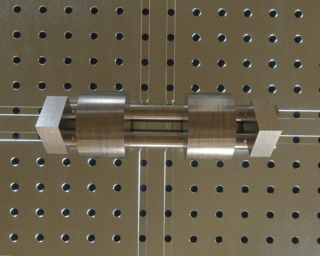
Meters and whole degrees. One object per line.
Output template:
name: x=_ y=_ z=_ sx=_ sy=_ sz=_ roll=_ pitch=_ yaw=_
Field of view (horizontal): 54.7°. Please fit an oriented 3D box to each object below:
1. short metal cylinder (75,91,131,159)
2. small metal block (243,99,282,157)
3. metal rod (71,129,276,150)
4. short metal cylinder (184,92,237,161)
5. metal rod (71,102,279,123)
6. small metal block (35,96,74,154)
short metal cylinder: x=-0.063 y=-0.004 z=0.363 sx=0.050 sy=0.080 sz=0.079 roll=1 pitch=90 yaw=0
small metal block: x=0.123 y=0.000 z=0.379 sx=0.025 sy=0.050 sz=0.050 roll=1 pitch=49 yaw=0
metal rod: x=0.001 y=0.015 z=0.413 sx=0.302 sy=0.025 sz=0.025 roll=1 pitch=90 yaw=0
short metal cylinder: x=0.055 y=-0.002 z=0.364 sx=0.050 sy=0.080 sz=0.079 roll=1 pitch=90 yaw=0
metal rod: x=0.004 y=-0.020 z=0.413 sx=0.302 sy=0.025 sz=0.025 roll=1 pitch=90 yaw=0
small metal block: x=-0.125 y=-0.004 z=0.377 sx=0.025 sy=0.050 sz=0.050 roll=1 pitch=48 yaw=0
